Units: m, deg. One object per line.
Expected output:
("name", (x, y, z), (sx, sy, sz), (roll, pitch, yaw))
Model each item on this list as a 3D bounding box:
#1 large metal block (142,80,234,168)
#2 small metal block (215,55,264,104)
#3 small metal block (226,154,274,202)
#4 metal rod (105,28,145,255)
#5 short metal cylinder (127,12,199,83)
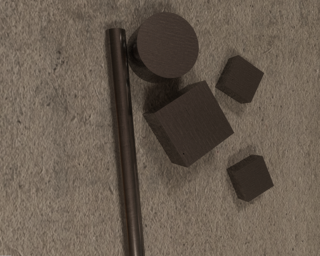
("large metal block", (0.037, -0.006, 0.411), (0.080, 0.050, 0.080), (-34, 102, -17))
("small metal block", (0.117, -0.070, 0.454), (0.050, 0.025, 0.050), (29, 80, -18))
("small metal block", (0.134, 0.074, 0.461), (0.050, 0.025, 0.050), (-26, 99, -19))
("metal rod", (-0.043, 0.027, 0.393), (0.025, 0.025, 0.298), (-6, 92, -20))
("short metal cylinder", (0.002, -0.100, 0.397), (0.081, 0.050, 0.079), (0, 90, -21))
